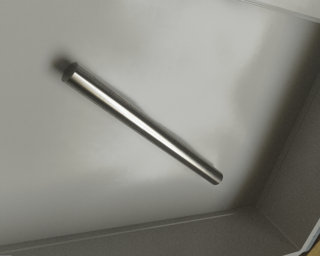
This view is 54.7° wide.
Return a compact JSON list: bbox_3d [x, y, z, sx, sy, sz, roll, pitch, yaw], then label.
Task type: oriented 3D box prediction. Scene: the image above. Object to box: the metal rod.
[{"bbox_3d":[0.000,0.012,0.415,0.025,0.025,0.301,-48,129,6],"label":"metal rod"}]
